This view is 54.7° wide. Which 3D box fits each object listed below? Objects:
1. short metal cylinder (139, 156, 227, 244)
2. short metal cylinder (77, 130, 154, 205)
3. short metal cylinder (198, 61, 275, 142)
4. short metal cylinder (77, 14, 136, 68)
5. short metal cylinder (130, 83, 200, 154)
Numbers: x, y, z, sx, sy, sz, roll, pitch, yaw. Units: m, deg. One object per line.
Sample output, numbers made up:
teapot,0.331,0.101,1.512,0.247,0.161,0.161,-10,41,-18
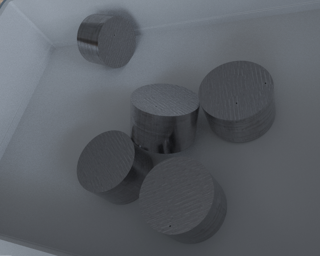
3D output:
short metal cylinder,0.025,0.077,0.329,0.080,0.050,0.080,-13,56,20
short metal cylinder,-0.055,0.050,0.387,0.080,0.050,0.080,-13,56,21
short metal cylinder,0.089,-0.030,0.357,0.080,0.050,0.080,-10,57,16
short metal cylinder,-0.085,-0.141,0.499,0.050,0.080,0.080,20,72,35
short metal cylinder,0.005,-0.013,0.370,0.081,0.050,0.080,3,33,-2
